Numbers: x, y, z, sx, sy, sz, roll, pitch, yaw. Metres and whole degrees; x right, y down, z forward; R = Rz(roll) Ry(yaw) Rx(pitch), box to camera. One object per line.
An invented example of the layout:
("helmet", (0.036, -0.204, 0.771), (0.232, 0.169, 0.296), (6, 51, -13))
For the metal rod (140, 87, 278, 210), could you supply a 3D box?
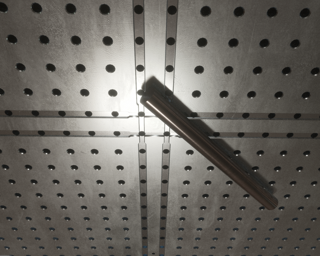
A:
("metal rod", (0.086, 0.044, 0.450), (0.025, 0.025, 0.301), (-35, 122, 26))
